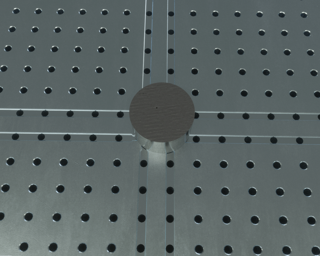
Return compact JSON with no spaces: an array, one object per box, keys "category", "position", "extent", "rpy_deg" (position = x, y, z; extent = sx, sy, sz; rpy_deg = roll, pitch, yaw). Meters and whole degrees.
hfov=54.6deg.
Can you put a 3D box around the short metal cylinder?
[{"category":"short metal cylinder","position":[0.003,-0.012,0.403],"extent":[0.080,0.050,0.080],"rpy_deg":[0,70,0]}]
